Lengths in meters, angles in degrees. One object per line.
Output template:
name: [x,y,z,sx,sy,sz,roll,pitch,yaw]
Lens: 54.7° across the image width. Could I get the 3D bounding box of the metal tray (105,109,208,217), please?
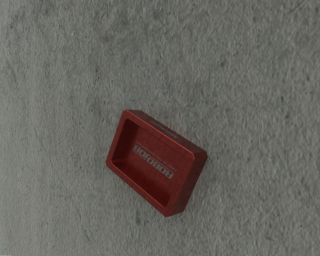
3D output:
metal tray: [-0.010,0.042,0.408,0.130,0.030,0.089,33,110,34]
